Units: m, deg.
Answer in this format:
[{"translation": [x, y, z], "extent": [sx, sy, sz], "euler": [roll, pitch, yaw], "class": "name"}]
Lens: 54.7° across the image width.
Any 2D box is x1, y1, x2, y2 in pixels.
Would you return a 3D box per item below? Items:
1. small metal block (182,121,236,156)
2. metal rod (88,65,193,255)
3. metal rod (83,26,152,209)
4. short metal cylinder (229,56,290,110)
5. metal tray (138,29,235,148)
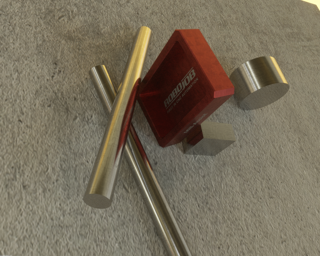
[{"translation": [0.064, 0.015, 0.415], "extent": [0.050, 0.050, 0.025], "euler": [6, 59, -26], "class": "small metal block"}, {"translation": [-0.019, 0.053, 0.362], "extent": [0.025, 0.025, 0.299], "euler": [-14, 69, -34], "class": "metal rod"}, {"translation": [-0.040, -0.041, 0.377], "extent": [0.025, 0.025, 0.300], "euler": [23, 44, -15], "class": "metal rod"}, {"translation": [0.159, -0.070, 0.499], "extent": [0.081, 0.080, 0.050], "euler": [-3, 63, -30], "class": "short metal cylinder"}, {"translation": [0.022, -0.043, 0.376], "extent": [0.030, 0.129, 0.090], "euler": [-15, 70, -34], "class": "metal tray"}]
